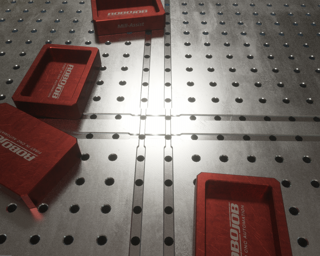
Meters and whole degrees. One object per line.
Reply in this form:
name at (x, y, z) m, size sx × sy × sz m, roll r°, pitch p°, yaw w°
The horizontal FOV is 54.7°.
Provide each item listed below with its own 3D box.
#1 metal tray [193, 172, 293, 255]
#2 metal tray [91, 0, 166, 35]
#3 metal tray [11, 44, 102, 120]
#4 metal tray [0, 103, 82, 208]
metal tray at (0.080, 0.110, 0.312) m, size 0.091 × 0.030 × 0.130 m, roll 5°, pitch 50°, yaw 3°
metal tray at (-0.061, -0.220, 0.587) m, size 0.131 × 0.030 × 0.090 m, roll -8°, pitch 51°, yaw -8°
metal tray at (-0.148, -0.073, 0.463) m, size 0.091 × 0.030 × 0.130 m, roll 6°, pitch 50°, yaw 4°
metal tray at (-0.175, 0.028, 0.379) m, size 0.130 × 0.030 × 0.090 m, roll 24°, pitch 54°, yaw 18°
